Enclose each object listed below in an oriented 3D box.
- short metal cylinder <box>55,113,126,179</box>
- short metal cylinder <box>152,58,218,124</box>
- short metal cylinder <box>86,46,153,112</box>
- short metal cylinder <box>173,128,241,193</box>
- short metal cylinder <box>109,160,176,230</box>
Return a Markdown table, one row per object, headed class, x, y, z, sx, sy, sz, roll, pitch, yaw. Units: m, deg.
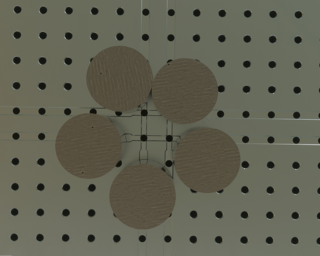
| class | x | y | z | sx | sy | sz | roll | pitch | yaw |
| --- | --- | --- | --- | --- | --- | --- | --- | --- | --- |
| short metal cylinder | -0.086 | 0.022 | 0.400 | 0.081 | 0.050 | 0.079 | 0 | 90 | 0 |
| short metal cylinder | 0.030 | -0.045 | 0.400 | 0.081 | 0.050 | 0.079 | 0 | 90 | 0 |
| short metal cylinder | -0.049 | -0.060 | 0.400 | 0.081 | 0.050 | 0.079 | 0 | 90 | -1 |
| short metal cylinder | 0.057 | 0.039 | 0.400 | 0.081 | 0.050 | 0.079 | 0 | 91 | -1 |
| short metal cylinder | -0.021 | 0.083 | 0.399 | 0.081 | 0.050 | 0.080 | 0 | 90 | 0 |
